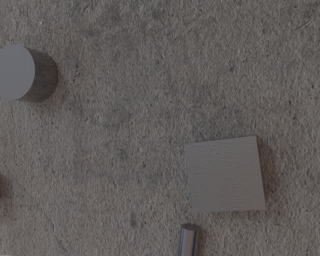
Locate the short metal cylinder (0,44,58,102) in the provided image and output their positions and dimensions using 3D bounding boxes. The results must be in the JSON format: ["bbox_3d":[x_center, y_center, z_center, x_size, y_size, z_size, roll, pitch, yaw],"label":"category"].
[{"bbox_3d":[-0.202,-0.080,0.465,0.080,0.050,0.079,0,90,19],"label":"short metal cylinder"}]

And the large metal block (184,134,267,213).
[{"bbox_3d":[0.079,0.052,0.368,0.080,0.050,0.080,-8,87,19],"label":"large metal block"}]

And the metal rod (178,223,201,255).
[{"bbox_3d":[0.023,0.274,0.400,0.025,0.025,0.298,7,92,19],"label":"metal rod"}]
